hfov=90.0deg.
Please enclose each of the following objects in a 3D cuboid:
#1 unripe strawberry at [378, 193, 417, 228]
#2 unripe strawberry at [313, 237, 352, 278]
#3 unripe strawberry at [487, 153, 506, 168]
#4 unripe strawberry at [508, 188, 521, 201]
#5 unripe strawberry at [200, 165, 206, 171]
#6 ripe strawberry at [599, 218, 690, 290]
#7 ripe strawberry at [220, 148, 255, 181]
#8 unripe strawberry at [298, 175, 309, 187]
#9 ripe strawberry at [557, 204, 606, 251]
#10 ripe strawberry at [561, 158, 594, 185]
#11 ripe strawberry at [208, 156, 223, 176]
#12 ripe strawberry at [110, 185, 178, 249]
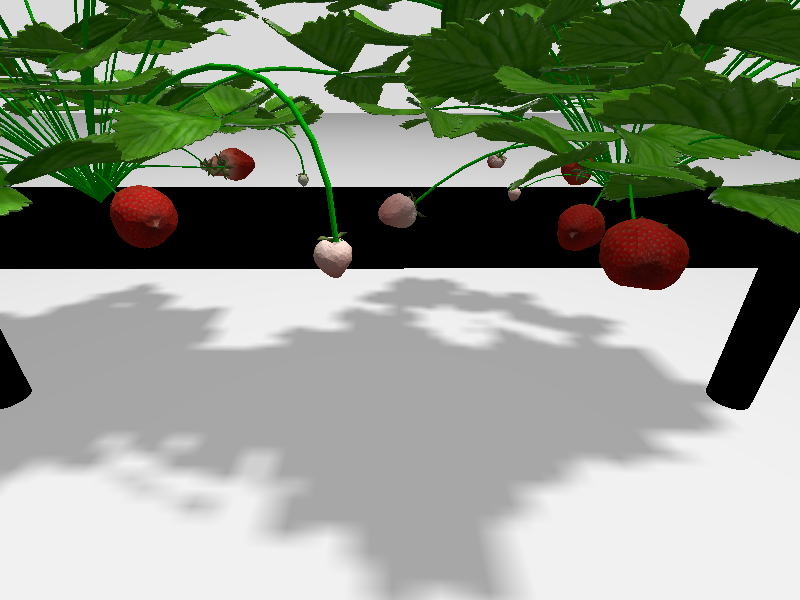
[{"bbox_3d":[-0.003,-0.059,0.268,0.024,0.023,0.026,-21,32,-16],"label":"unripe strawberry"},{"bbox_3d":[-0.033,-0.021,0.200,0.019,0.020,0.018,18,32,31],"label":"unripe strawberry"},{"bbox_3d":[0.121,-0.175,0.505,0.023,0.020,0.021,-10,-7,-19],"label":"unripe strawberry"},{"bbox_3d":[0.102,-0.094,0.358,0.011,0.011,0.011,3,27,7],"label":"unripe strawberry"},{"bbox_3d":[-0.241,-0.165,0.497,0.011,0.010,0.011,3,-20,6],"label":"unripe strawberry"},{"bbox_3d":[0.109,-0.019,0.179,0.036,0.031,0.036,11,29,21],"label":"ripe strawberry"},{"bbox_3d":[-0.174,-0.146,0.432,0.037,0.033,0.034,20,32,35],"label":"ripe strawberry"},{"bbox_3d":[-0.096,-0.119,0.400,0.011,0.012,0.011,-10,28,-18],"label":"unripe strawberry"},{"bbox_3d":[0.103,-0.041,0.231,0.026,0.027,0.028,17,32,31],"label":"ripe strawberry"},{"bbox_3d":[0.184,-0.138,0.420,0.032,0.034,0.035,-2,26,-3],"label":"ripe strawberry"},{"bbox_3d":[-0.205,-0.152,0.455,0.027,0.023,0.027,11,28,21],"label":"ripe strawberry"},{"bbox_3d":[-0.150,-0.048,0.238,0.035,0.037,0.037,-23,35,-38],"label":"ripe strawberry"}]
